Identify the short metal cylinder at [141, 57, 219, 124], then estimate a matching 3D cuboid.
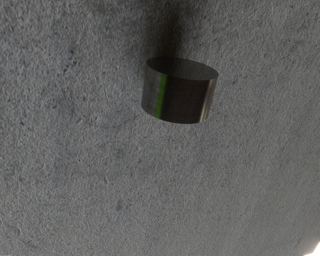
[{"bbox_3d":[0.021,-0.045,0.354,0.081,0.080,0.050,-4,121,-26],"label":"short metal cylinder"}]
